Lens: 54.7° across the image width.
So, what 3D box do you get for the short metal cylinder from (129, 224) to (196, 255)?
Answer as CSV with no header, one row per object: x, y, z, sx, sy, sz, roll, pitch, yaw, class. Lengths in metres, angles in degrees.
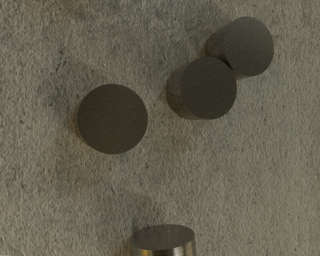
0.005,0.158,0.382,0.081,0.080,0.050,-6,92,-20,short metal cylinder

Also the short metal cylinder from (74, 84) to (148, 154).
-0.061,-0.010,0.373,0.081,0.050,0.080,0,90,-20,short metal cylinder

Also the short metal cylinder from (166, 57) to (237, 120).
0.054,-0.051,0.415,0.081,0.050,0.080,0,90,-20,short metal cylinder

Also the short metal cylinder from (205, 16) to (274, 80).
0.111,-0.109,0.436,0.081,0.050,0.080,0,90,-20,short metal cylinder
